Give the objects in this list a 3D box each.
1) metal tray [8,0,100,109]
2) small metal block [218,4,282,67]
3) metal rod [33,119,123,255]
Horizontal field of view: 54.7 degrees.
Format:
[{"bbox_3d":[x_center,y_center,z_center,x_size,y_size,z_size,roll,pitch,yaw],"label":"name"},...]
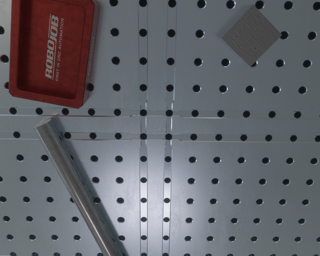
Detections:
[{"bbox_3d":[-0.128,-0.095,0.374,0.091,0.030,0.129,11,110,-4],"label":"metal tray"},{"bbox_3d":[0.107,-0.111,0.374,0.050,0.025,0.050,40,105,-14],"label":"small metal block"},{"bbox_3d":[-0.104,0.125,0.458,0.025,0.025,0.299,-19,109,7],"label":"metal rod"}]
